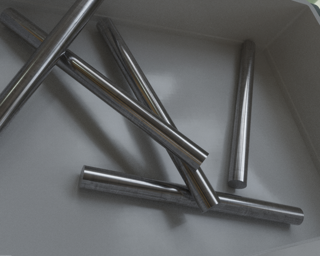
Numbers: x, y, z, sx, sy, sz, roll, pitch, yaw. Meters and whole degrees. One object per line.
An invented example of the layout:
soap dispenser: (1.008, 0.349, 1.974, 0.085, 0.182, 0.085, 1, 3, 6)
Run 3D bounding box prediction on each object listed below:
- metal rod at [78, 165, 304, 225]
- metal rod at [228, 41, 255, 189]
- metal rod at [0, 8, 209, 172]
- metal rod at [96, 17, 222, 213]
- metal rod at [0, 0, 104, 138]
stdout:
metal rod: (0.054, 0.087, 0.380, 0.302, 0.025, 0.025, 15, 56, -20)
metal rod: (0.137, -0.041, 0.503, 0.025, 0.025, 0.300, 26, 53, -13)
metal rod: (-0.072, -0.051, 0.365, 0.300, 0.025, 0.025, 37, 50, 9)
metal rod: (-0.012, -0.032, 0.400, 0.025, 0.025, 0.299, -15, 64, -34)
metal rod: (-0.129, -0.070, 0.337, 0.025, 0.025, 0.300, 31, 64, -9)
